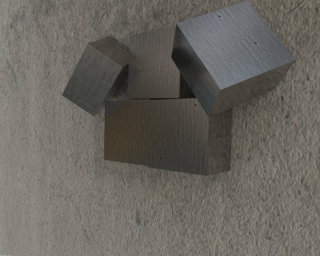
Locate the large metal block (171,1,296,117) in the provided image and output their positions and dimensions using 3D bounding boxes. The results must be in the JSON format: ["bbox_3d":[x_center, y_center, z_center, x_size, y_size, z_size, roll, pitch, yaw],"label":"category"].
[{"bbox_3d":[0.067,-0.069,0.306,0.080,0.081,0.050,62,164,21],"label":"large metal block"}]

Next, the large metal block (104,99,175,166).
[{"bbox_3d":[-0.028,0.004,0.410,0.080,0.050,0.079,2,91,39],"label":"large metal block"}]

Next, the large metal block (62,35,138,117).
[{"bbox_3d":[-0.078,-0.073,0.423,0.050,0.080,0.080,34,116,-3],"label":"large metal block"}]

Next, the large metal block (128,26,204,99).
[{"bbox_3d":[0.008,-0.075,0.382,0.080,0.050,0.079,4,92,39],"label":"large metal block"}]

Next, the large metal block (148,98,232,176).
[{"bbox_3d":[0.034,0.008,0.358,0.080,0.050,0.079,2,91,39],"label":"large metal block"}]
